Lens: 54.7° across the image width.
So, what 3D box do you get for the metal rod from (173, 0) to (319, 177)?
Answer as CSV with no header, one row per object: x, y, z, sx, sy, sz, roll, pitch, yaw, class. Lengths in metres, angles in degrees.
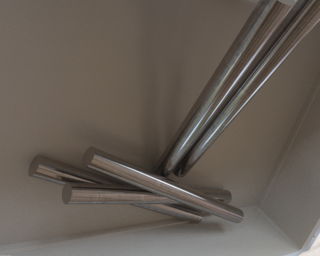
0.080,-0.023,0.358,0.025,0.025,0.298,-4,146,-27,metal rod

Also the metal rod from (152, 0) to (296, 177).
0.044,-0.013,0.348,0.025,0.025,0.298,-4,145,-27,metal rod

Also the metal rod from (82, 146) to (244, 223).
0.025,0.091,0.438,0.301,0.025,0.025,29,102,-36,metal rod

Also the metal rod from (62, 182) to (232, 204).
0.005,0.099,0.454,0.302,0.025,0.025,12,112,-40,metal rod

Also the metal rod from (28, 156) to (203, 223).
-0.040,0.099,0.449,0.301,0.025,0.025,28,103,-38,metal rod
